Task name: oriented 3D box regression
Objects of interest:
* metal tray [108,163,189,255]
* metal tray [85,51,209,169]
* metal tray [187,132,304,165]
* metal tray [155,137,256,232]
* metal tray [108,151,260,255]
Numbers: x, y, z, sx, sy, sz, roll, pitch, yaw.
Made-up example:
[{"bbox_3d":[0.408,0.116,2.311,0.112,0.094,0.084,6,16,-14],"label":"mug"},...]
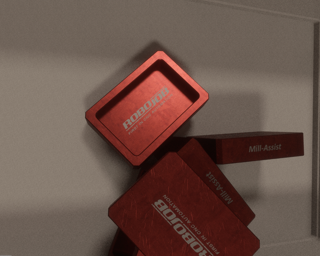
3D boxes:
[{"bbox_3d":[-0.017,0.111,0.370,0.030,0.090,0.130,24,82,-19],"label":"metal tray"},{"bbox_3d":[-0.015,-0.024,0.387,0.090,0.030,0.130,45,75,6],"label":"metal tray"},{"bbox_3d":[0.113,0.024,0.419,0.131,0.090,0.030,-3,92,-20],"label":"metal tray"},{"bbox_3d":[0.052,0.069,0.396,0.030,0.090,0.130,-43,104,-16],"label":"metal tray"},{"bbox_3d":[0.023,0.099,0.313,0.090,0.030,0.130,-43,88,-11],"label":"metal tray"}]
